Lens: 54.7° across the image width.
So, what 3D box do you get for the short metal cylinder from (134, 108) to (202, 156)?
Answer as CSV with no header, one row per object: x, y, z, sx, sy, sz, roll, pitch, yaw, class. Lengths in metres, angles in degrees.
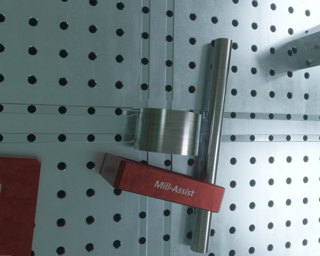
0.010,0.005,0.387,0.081,0.080,0.050,7,88,-20,short metal cylinder

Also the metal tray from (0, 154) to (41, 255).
-0.186,0.095,0.342,0.091,0.030,0.129,6,88,-20,metal tray

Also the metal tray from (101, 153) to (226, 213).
0.001,0.065,0.378,0.131,0.090,0.030,18,84,-19,metal tray

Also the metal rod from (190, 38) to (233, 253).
0.073,0.022,0.439,0.025,0.025,0.298,8,87,-20,metal rod

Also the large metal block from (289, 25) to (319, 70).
0.267,-0.137,0.482,0.080,0.080,0.050,-30,100,-17,large metal block
